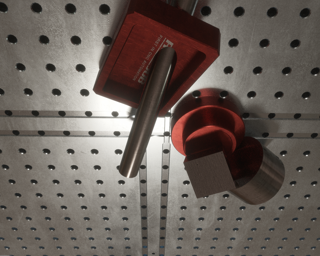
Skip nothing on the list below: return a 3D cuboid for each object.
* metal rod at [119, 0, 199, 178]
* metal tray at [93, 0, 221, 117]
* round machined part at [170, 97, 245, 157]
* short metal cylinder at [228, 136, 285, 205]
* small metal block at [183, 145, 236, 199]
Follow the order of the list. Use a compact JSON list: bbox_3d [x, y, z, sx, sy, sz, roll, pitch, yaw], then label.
[{"bbox_3d":[0.004,-0.066,0.325,0.025,0.025,0.298,13,120,-12],"label":"metal rod"},{"bbox_3d":[-0.009,-0.066,0.324,0.091,0.030,0.129,19,147,-17],"label":"metal tray"},{"bbox_3d":[0.064,0.010,0.410,0.099,0.042,0.097,0,130,0],"label":"round machined part"},{"bbox_3d":[0.122,0.058,0.427,0.050,0.080,0.080,35,121,-27],"label":"short metal cylinder"},{"bbox_3d":[0.063,0.055,0.391,0.050,0.025,0.050,-19,99,15],"label":"small metal block"}]
